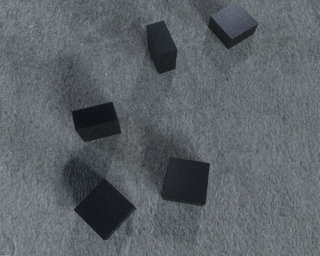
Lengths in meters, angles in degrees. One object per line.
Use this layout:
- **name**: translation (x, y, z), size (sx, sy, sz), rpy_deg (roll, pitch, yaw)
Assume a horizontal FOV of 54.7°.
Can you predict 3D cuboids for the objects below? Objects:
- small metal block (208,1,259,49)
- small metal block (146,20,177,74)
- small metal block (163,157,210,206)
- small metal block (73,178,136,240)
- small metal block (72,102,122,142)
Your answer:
- **small metal block**: translation (0.109, -0.155, 0.466), size (0.050, 0.025, 0.050), rpy_deg (-32, 74, -12)
- **small metal block**: translation (0.002, -0.113, 0.436), size (0.025, 0.050, 0.050), rpy_deg (-20, 72, -7)
- **small metal block**: translation (0.033, 0.067, 0.384), size (0.050, 0.025, 0.050), rpy_deg (9, 70, 3)
- **small metal block**: translation (-0.065, 0.097, 0.372), size (0.050, 0.025, 0.050), rpy_deg (40, 75, 13)
- **small metal block**: translation (-0.079, -0.007, 0.396), size (0.050, 0.050, 0.025), rpy_deg (-14, 71, -6)
